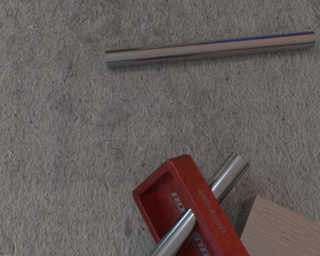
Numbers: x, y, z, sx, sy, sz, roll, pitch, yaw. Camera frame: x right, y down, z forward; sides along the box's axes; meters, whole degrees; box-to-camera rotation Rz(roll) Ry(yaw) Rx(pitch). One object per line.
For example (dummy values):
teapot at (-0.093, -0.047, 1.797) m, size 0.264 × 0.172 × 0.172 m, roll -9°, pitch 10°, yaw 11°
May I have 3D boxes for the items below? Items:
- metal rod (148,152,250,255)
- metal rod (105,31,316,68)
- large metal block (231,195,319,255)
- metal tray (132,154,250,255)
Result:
metal rod at (-0.007, 0.148, 0.327) m, size 0.025 × 0.025 × 0.300 m, roll 39°, pitch 84°, yaw 12°
metal rod at (0.074, -0.114, 0.450) m, size 0.302 × 0.025 × 0.025 m, roll -6°, pitch 70°, yaw -3°
large metal block at (0.126, 0.132, 0.348) m, size 0.080 × 0.050 × 0.080 m, roll 25°, pitch 72°, yaw 8°
metal tray at (0.028, 0.105, 0.333) m, size 0.030 × 0.090 × 0.130 m, roll -12°, pitch 65°, yaw -42°
